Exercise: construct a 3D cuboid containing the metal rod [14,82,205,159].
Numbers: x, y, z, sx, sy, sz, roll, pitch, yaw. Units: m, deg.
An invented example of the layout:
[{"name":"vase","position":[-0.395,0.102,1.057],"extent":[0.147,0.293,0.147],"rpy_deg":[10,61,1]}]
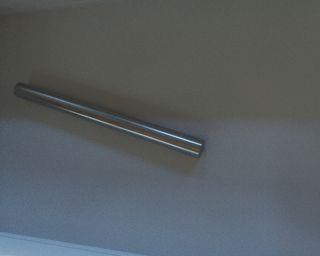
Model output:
[{"name":"metal rod","position":[-0.083,-0.016,0.438],"extent":[0.301,0.025,0.025],"rpy_deg":[18,96,18]}]
